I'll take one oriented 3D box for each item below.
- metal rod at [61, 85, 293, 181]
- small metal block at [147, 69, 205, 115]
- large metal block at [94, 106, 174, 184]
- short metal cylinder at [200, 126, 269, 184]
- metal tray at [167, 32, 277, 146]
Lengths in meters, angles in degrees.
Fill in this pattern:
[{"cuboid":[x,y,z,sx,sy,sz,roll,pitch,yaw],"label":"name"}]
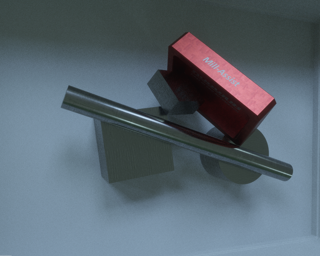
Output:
[{"cuboid":[0.036,0.014,0.369,0.302,0.025,0.025,19,84,-20],"label":"metal rod"},{"cuboid":[0.020,-0.044,0.382,0.050,0.025,0.050,-5,56,-47],"label":"small metal block"},{"cuboid":[-0.034,0.018,0.385,0.081,0.050,0.079,-8,93,-20],"label":"large metal block"},{"cuboid":[0.104,0.035,0.436,0.081,0.050,0.079,0,90,-21],"label":"short metal cylinder"},{"cuboid":[0.065,-0.044,0.373,0.130,0.090,0.030,43,74,15],"label":"metal tray"}]
